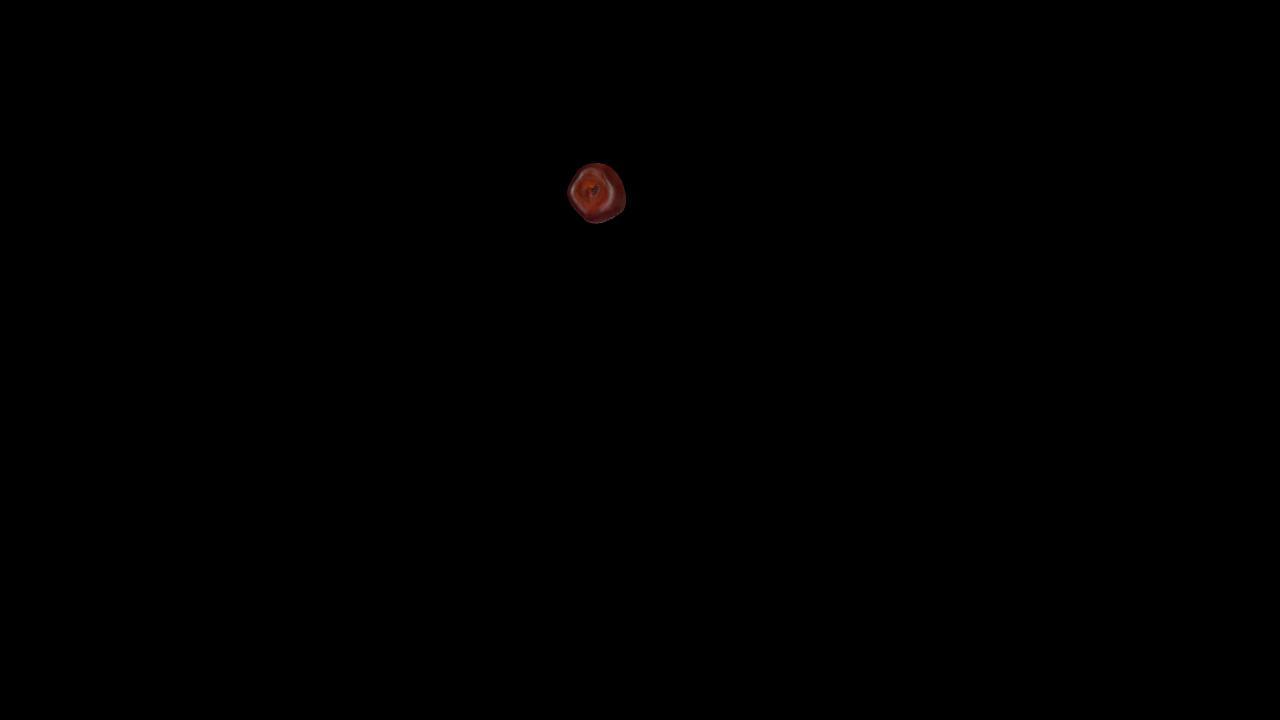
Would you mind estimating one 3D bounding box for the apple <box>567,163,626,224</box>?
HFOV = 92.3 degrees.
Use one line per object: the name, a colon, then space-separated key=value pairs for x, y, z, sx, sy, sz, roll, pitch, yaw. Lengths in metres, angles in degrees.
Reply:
apple: x=-0.056 y=-0.223 z=0.826 sx=0.079 sy=0.079 sz=0.093 roll=0 pitch=9 yaw=5
